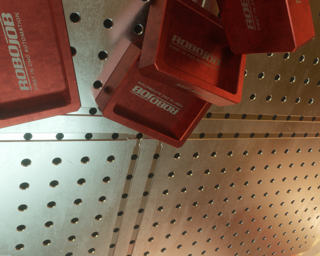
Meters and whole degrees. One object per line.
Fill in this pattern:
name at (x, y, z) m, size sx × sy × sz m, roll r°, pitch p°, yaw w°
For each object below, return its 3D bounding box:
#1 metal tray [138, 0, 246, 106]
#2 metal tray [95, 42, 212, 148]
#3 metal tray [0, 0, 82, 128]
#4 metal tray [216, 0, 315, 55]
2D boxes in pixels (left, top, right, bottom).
metal tray at (0.044, -0.085, 0.352) m, size 0.131 × 0.030 × 0.090 m, roll 16°, pitch 78°, yaw -35°
metal tray at (-0.001, -0.035, 0.386) m, size 0.131 × 0.030 × 0.090 m, roll 25°, pitch 105°, yaw -37°
metal tray at (-0.132, -0.069, 0.293) m, size 0.091 × 0.030 × 0.129 m, roll -15°, pitch 125°, yaw -20°
metal tray at (0.096, -0.142, 0.312) m, size 0.030 × 0.090 × 0.129 m, roll -32°, pitch 114°, yaw -21°
